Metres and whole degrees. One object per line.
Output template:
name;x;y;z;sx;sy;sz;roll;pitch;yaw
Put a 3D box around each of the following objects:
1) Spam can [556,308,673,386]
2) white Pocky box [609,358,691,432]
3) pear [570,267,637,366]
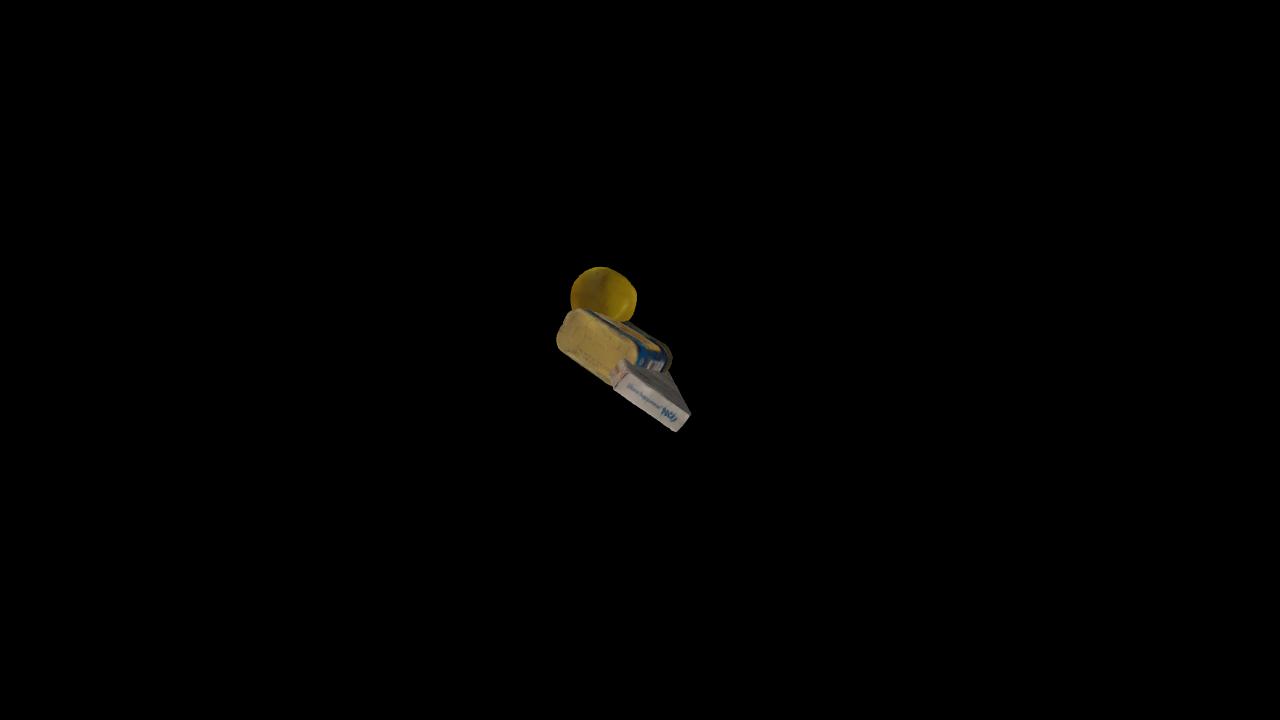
Spam can;-0.028;-0.012;0.665;0.101;0.058;0.085;33;10;23
white Pocky box;0.001;0.015;0.664;0.084;0.028;0.154;35;11;-19
pear;-0.053;-0.049;0.703;0.080;0.111;0.080;29;-7;4
